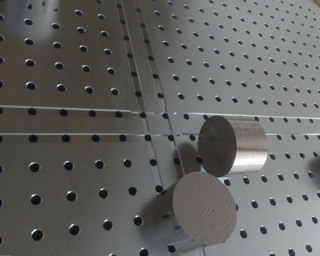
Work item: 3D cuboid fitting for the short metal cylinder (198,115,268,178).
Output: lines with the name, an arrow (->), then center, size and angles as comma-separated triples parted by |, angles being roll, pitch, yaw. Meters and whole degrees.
short metal cylinder -> 0.093, 0.024, 0.408 | 0.050, 0.080, 0.080 | 2, 61, -28

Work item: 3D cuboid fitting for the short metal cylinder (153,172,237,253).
short metal cylinder -> 0.039, 0.096, 0.354 | 0.081, 0.050, 0.080 | 13, 56, -21

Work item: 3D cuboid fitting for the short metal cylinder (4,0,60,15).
short metal cylinder -> -0.174, -0.203, 0.422 | 0.081, 0.050, 0.080 | 14, 56, -21
